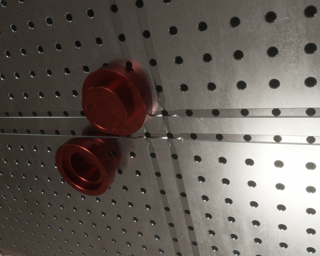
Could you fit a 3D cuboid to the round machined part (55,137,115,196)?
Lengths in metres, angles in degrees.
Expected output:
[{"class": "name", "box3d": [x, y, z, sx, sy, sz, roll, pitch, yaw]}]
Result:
[{"class": "round machined part", "box3d": [-0.113, 0.056, 0.493, 0.098, 0.042, 0.097, 13, 124, 20]}]

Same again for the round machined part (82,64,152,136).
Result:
[{"class": "round machined part", "box3d": [-0.064, -0.032, 0.413, 0.098, 0.042, 0.097, 13, 124, 20]}]
